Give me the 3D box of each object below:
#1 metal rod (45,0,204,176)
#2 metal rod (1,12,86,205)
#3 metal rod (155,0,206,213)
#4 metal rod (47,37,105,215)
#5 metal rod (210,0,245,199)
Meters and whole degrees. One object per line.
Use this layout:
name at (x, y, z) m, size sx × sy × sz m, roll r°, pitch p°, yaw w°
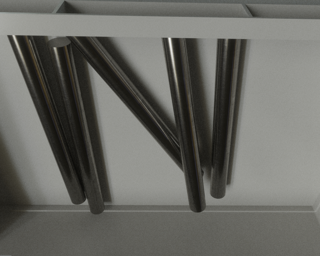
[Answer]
metal rod at (-0.024, -0.025, 0.387) m, size 0.025 × 0.025 × 0.300 m, roll -26°, pitch 126°, yaw 20°
metal rod at (-0.139, 0.001, 0.407) m, size 0.025 × 0.025 × 0.298 m, roll -3°, pitch 130°, yaw 1°
metal rod at (0.033, -0.004, 0.385) m, size 0.025 × 0.025 × 0.298 m, roll -8°, pitch 124°, yaw 6°
metal rod at (-0.106, 0.022, 0.426) m, size 0.025 × 0.025 × 0.298 m, roll -1°, pitch 130°, yaw 0°
metal rod at (0.082, -0.009, 0.402) m, size 0.025 × 0.025 × 0.298 m, roll -4°, pitch 130°, yaw 2°
